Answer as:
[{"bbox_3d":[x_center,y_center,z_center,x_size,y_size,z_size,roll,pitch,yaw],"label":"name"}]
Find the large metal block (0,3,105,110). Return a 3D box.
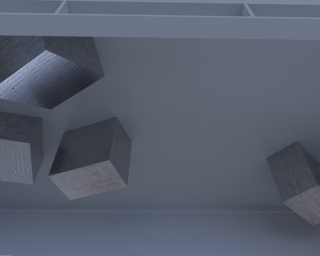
[{"bbox_3d":[-0.117,-0.065,0.311,0.080,0.050,0.080,-27,162,21],"label":"large metal block"}]

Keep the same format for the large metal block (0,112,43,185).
[{"bbox_3d":[-0.205,0.026,0.412,0.081,0.050,0.079,9,130,-8],"label":"large metal block"}]

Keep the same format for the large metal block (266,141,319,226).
[{"bbox_3d":[0.207,0.079,0.442,0.080,0.080,0.050,36,121,-27],"label":"large metal block"}]

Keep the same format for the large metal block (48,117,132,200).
[{"bbox_3d":[-0.087,0.039,0.405,0.080,0.080,0.050,-16,128,13],"label":"large metal block"}]
